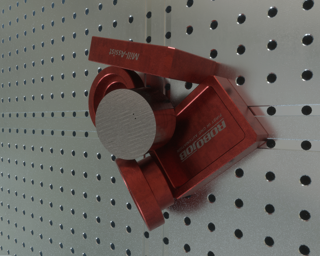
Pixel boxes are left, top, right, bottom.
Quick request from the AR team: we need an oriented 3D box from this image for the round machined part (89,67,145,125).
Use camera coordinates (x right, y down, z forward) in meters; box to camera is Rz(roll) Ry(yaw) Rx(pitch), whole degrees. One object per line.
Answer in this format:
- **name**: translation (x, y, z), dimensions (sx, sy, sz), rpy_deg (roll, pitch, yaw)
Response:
- **round machined part**: translation (-0.054, -0.037, 0.441), dimensions (0.098, 0.042, 0.097), rpy_deg (0, 90, 39)

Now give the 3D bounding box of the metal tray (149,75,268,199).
- **metal tray**: translation (0.046, 0.013, 0.365), dimensions (0.129, 0.030, 0.090), rpy_deg (-44, 64, 31)

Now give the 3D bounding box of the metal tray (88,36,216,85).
- **metal tray**: translation (-0.011, -0.081, 0.374), dimensions (0.130, 0.091, 0.030), rpy_deg (20, 103, 38)

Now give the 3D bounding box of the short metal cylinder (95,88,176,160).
- **short metal cylinder**: translation (-0.028, -0.007, 0.366), dimensions (0.080, 0.050, 0.079), rpy_deg (5, 101, 27)

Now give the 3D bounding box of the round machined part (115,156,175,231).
- **round machined part**: translation (-0.016, 0.074, 0.387), dimensions (0.098, 0.042, 0.098), rpy_deg (59, 168, 23)
